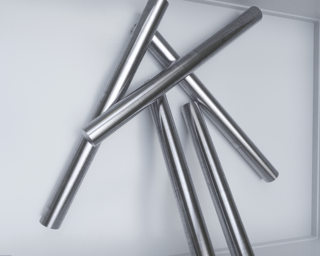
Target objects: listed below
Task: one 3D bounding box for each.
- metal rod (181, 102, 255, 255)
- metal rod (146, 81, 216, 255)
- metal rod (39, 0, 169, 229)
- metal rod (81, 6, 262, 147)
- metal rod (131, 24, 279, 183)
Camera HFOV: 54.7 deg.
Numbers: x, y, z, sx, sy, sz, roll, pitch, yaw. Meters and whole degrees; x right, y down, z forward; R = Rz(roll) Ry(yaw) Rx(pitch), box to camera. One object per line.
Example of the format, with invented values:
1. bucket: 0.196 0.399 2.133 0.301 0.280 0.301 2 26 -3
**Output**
1. metal rod: 0.079 0.099 0.364 0.025 0.025 0.299 -6 62 -20
2. metal rod: 0.028 0.073 0.352 0.025 0.025 0.299 -7 66 -20
3. metal rod: -0.065 -0.022 0.371 0.025 0.025 0.299 27 87 -19
4. metal rod: 0.030 -0.077 0.394 0.301 0.025 0.025 -39 103 -22
5. metal rod: 0.071 -0.031 0.438 0.300 0.025 0.025 47 75 -15
